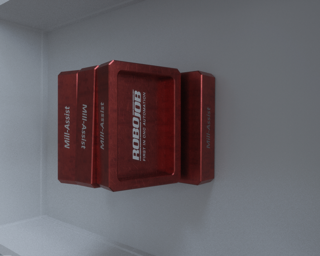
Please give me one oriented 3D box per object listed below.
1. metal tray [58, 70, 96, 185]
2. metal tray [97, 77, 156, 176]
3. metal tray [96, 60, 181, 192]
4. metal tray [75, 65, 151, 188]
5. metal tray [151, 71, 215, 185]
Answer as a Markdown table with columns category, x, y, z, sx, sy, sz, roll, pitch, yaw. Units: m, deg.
| category | x | y | z | sx | sy | sz | roll | pitch | yaw |
| --- | --- | --- | --- | --- | --- | --- | --- | --- | --- |
| metal tray | -0.084 | -0.001 | 0.389 | 0.030 | 0.090 | 0.129 | 0 | 90 | 27 |
| metal tray | -0.049 | -0.003 | 0.441 | 0.090 | 0.030 | 0.129 | 1 | 90 | 40 |
| metal tray | -0.021 | -0.002 | 0.337 | 0.030 | 0.091 | 0.129 | 0 | 90 | 54 |
| metal tray | -0.052 | 0.000 | 0.364 | 0.030 | 0.091 | 0.129 | 0 | 88 | 40 |
| metal tray | 0.021 | -0.001 | 0.384 | 0.090 | 0.030 | 0.129 | 1 | 90 | 40 |
